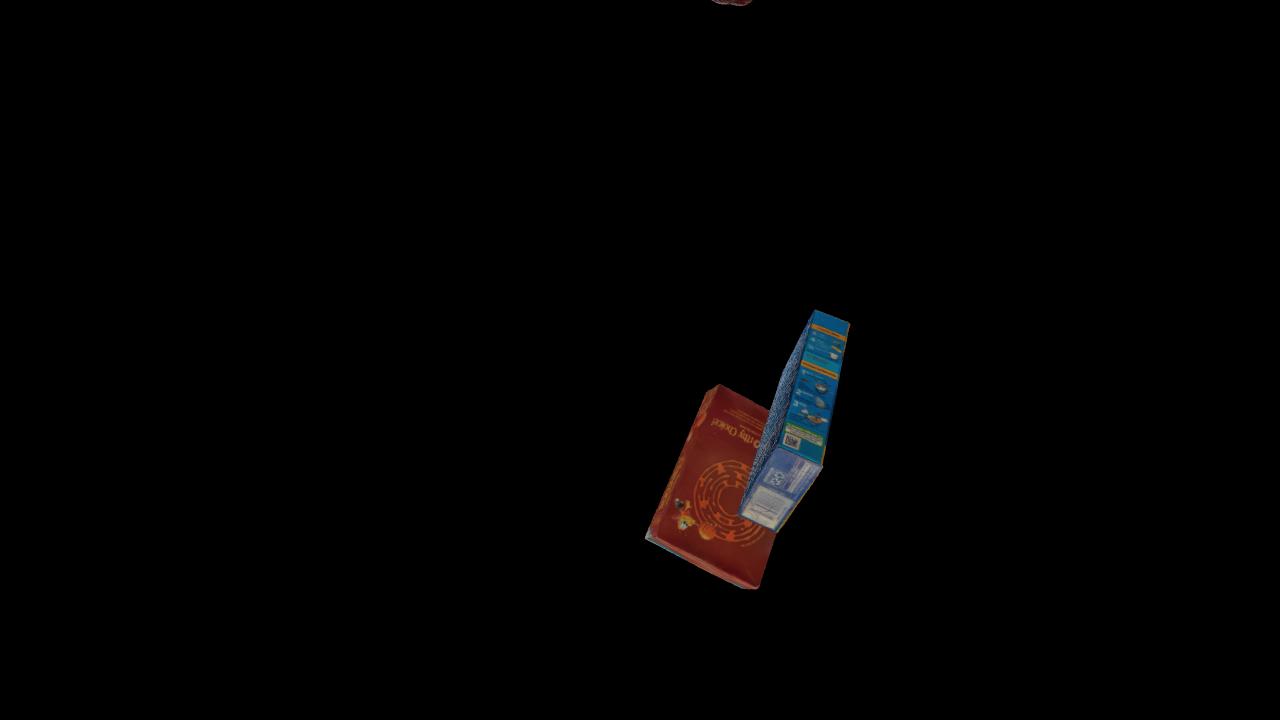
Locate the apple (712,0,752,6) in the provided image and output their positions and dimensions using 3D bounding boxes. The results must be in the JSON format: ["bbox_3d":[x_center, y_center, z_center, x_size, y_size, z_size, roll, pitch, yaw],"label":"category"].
[{"bbox_3d":[0.066,-0.311,0.445,0.079,0.079,0.093,0,-37,17],"label":"apple"}]

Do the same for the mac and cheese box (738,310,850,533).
[{"bbox_3d":[0.133,0.045,0.519,0.041,0.093,0.184,22,43,9],"label":"mac and cheese box"}]

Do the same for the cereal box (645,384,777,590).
[{"bbox_3d":[0.161,0.224,1.104,0.203,0.306,0.081,28,-22,-7],"label":"cereal box"}]
